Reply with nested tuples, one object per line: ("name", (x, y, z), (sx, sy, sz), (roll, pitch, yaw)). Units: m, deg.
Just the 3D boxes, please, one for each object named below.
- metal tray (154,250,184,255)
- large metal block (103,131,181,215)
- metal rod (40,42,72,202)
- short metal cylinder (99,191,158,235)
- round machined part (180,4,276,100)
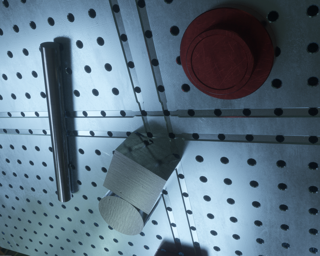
("metal tray", (0.039, 0.287, 0.564), (0.090, 0.030, 0.129), (2, 120, 27))
("large metal block", (-0.028, 0.066, 0.450), (0.080, 0.050, 0.079), (30, 128, 8))
("metal rod", (-0.165, 0.009, 0.503), (0.025, 0.025, 0.298), (19, 126, 17))
("short metal cylinder", (-0.051, 0.125, 0.499), (0.080, 0.050, 0.079), (13, 124, 21))
("round machined part", (0.066, -0.073, 0.320), (0.098, 0.042, 0.097), (13, 124, 21))
